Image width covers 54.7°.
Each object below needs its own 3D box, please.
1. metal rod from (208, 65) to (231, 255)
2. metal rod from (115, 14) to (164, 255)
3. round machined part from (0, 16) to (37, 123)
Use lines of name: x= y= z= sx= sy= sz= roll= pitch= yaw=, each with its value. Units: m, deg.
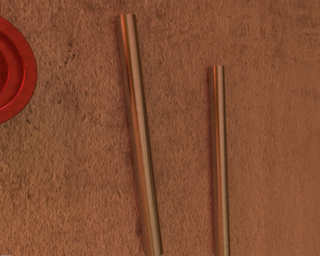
metal rod: x=0.093 y=0.054 z=0.485 sx=0.025 sy=0.025 sz=0.298 roll=-4 pitch=93 yaw=-40
metal rod: x=-0.024 y=0.014 z=0.385 sx=0.025 sy=0.025 sz=0.298 roll=-11 pitch=97 yaw=-40
round machined part: x=-0.160 y=-0.048 z=0.260 sx=0.099 sy=0.042 sz=0.097 roll=0 pitch=90 yaw=-40
